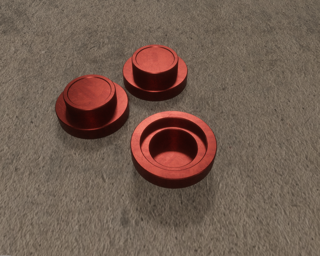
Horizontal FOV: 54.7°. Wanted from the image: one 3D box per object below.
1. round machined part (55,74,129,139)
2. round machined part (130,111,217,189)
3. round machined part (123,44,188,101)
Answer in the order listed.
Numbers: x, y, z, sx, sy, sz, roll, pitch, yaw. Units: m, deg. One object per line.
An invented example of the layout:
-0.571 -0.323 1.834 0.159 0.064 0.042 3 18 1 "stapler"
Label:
-0.093 -0.035 0.421 0.099 0.042 0.098 0 50 0 "round machined part"
0.016 0.029 0.368 0.099 0.042 0.098 0 50 0 "round machined part"
-0.007 -0.089 0.467 0.099 0.042 0.098 0 50 0 "round machined part"
